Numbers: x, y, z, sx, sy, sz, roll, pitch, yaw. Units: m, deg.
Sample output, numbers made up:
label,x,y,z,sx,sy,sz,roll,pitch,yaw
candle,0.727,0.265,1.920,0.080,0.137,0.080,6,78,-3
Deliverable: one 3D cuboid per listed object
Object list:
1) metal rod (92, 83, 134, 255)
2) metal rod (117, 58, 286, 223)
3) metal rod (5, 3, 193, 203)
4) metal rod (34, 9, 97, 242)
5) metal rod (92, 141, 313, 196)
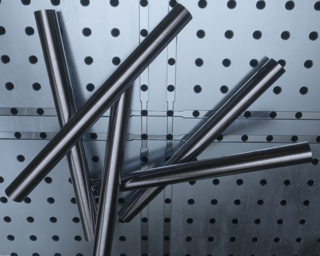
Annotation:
label,x,y,z,sx,sy,sz,roll,pitch,yaw
metal rod,-0.067,0.091,0.406,0.025,0.025,0.298,8,95,-3
metal rod,0.047,0.026,0.423,0.025,0.025,0.299,40,105,-14
metal rod,-0.074,-0.028,0.369,0.025,0.025,0.300,43,92,-14
metal rod,-0.113,0.007,0.397,0.025,0.025,0.298,-8,103,3
metal rod,0.033,0.058,0.402,0.301,0.025,0.025,-12,110,17
